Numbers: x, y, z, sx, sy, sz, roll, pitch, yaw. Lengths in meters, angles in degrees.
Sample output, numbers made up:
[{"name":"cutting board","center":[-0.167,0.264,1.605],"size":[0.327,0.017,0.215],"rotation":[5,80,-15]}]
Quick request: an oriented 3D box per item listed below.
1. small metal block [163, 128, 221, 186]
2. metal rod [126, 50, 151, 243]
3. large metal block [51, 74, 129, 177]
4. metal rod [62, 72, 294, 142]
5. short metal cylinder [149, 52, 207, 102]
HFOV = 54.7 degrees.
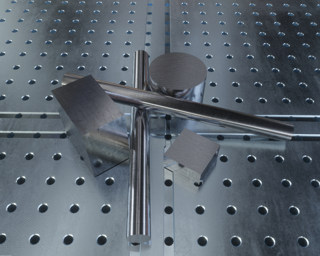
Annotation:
[{"name":"small metal block","center":[0.039,0.034,0.380],"size":[0.050,0.025,0.050],"rotation":[27,55,20]},{"name":"metal rod","center":[-0.026,-0.002,0.409],"size":[0.025,0.025,0.300],"rotation":[-1,50,-1]},{"name":"large metal block","center":[-0.081,-0.003,0.372],"size":[0.050,0.080,0.080],"rotation":[-28,56,-22]},{"name":"metal rod","center":[0.023,-0.027,0.406],"size":[0.302,0.025,0.025],"rotation":[13,51,0]},{"name":"short metal cylinder","center":[0.025,-0.064,0.445],"size":[0.081,0.050,0.080],"rotation":[0,50,0]}]
